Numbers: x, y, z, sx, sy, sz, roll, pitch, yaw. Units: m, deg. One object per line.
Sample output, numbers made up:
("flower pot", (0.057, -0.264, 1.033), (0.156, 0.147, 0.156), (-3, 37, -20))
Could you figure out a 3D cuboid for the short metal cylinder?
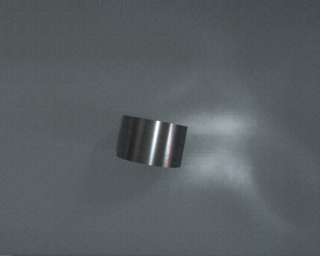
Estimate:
("short metal cylinder", (-0.010, 0.016, 0.384), (0.080, 0.080, 0.050), (10, 90, 0))
